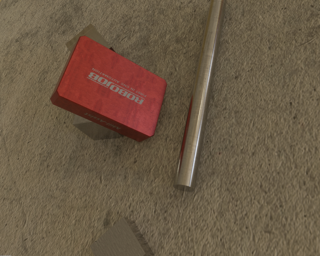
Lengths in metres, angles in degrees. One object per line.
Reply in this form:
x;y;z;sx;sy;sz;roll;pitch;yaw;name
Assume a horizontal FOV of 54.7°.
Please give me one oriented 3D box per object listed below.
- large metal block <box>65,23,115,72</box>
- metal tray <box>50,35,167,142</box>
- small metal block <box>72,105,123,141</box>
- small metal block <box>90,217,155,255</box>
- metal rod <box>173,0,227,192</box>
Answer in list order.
-0.088;-0.099;0.474;0.050;0.080;0.080;-40;51;1;large metal block
-0.060;-0.048;0.398;0.030;0.131;0.090;-26;44;54;metal tray
-0.084;-0.007;0.434;0.050;0.050;0.025;-7;59;24;small metal block
-0.041;0.136;0.341;0.050;0.025;0.050;-41;51;-1;small metal block
0.058;-0.064;0.411;0.025;0.025;0.300;-1;61;27;metal rod
